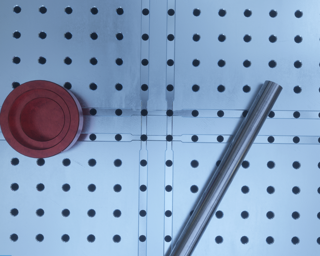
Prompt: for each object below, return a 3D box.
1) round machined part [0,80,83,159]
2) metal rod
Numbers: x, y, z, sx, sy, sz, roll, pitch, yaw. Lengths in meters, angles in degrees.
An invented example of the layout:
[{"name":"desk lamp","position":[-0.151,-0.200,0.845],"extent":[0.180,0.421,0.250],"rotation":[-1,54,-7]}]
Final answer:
[{"name":"round machined part","position":[-0.149,-0.011,0.404],"extent":[0.099,0.042,0.097],"rotation":[0,90,0]},{"name":"metal rod","position":[0.080,0.074,0.413],"extent":[0.025,0.025,0.299],"rotation":[29,90,0]}]
